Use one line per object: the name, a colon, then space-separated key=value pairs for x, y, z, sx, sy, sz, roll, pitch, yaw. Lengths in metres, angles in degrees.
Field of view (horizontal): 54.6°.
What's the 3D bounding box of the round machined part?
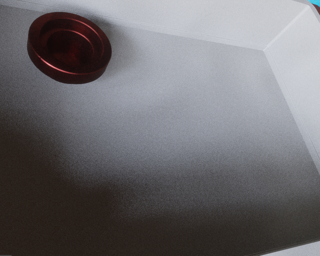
round machined part: x=-0.114 y=-0.095 z=0.391 sx=0.099 sy=0.042 sz=0.098 roll=13 pitch=56 yaw=-21
